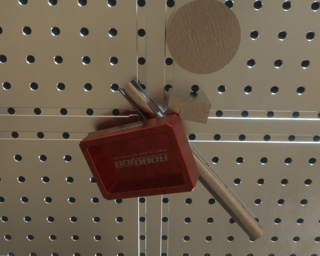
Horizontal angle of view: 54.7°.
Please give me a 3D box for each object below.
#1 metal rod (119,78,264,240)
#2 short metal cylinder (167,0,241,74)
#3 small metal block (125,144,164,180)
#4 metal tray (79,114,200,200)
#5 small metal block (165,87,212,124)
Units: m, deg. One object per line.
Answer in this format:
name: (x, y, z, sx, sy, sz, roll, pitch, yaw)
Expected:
metal rod: (0.052, 0.053, 0.433, 0.025, 0.025, 0.300, -38, 106, 12)
short metal cylinder: (0.048, -0.107, 0.361, 0.081, 0.050, 0.079, 0, 110, -1)
small metal block: (-0.021, 0.048, 0.431, 0.050, 0.025, 0.050, -13, 110, 4)
metal tray: (-0.026, 0.040, 0.388, 0.130, 0.030, 0.090, -12, 109, 24)
small metal block: (0.034, -0.029, 0.390, 0.050, 0.050, 0.025, 11, 110, -4)
